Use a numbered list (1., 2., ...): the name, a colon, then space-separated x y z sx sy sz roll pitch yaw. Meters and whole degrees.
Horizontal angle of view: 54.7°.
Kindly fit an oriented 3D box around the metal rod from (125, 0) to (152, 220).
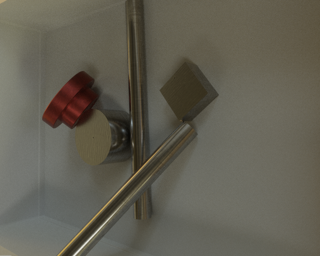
1. metal rod: -0.030 -0.027 0.429 0.025 0.025 0.298 -4 87 39

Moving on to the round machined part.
1. round machined part: -0.131 -0.037 0.478 0.042 0.098 0.098 39 119 -7

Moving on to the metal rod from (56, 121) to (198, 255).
1. metal rod: -0.066 0.108 0.364 0.300 0.025 0.025 -47 58 -5

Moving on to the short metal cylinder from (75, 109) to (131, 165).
1. short metal cylinder: -0.079 0.013 0.453 0.080 0.050 0.079 0 90 39

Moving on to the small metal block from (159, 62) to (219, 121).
1. small metal block: 0.034 -0.043 0.377 0.050 0.025 0.050 -45 63 30
